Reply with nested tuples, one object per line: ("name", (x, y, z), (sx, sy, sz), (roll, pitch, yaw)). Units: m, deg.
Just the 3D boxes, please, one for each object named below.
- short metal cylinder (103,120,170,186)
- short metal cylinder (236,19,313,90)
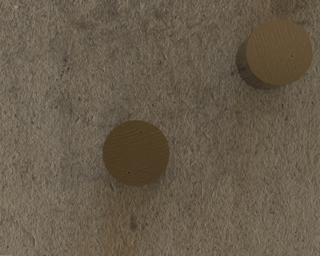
("short metal cylinder", (-0.029, 0.030, 0.397), (0.081, 0.050, 0.080), (0, 90, 0))
("short metal cylinder", (0.144, -0.091, 0.398), (0.081, 0.050, 0.080), (0, 90, 0))
